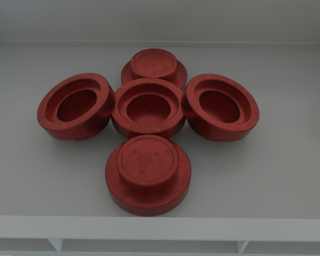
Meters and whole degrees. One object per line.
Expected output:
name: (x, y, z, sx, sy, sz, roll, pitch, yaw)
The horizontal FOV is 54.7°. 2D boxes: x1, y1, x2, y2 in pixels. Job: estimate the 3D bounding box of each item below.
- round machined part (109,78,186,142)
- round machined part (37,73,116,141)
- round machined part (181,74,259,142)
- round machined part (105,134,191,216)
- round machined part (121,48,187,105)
round machined part: (-0.015, -0.018, 0.406, 0.099, 0.042, 0.098, 0, 50, 0)
round machined part: (-0.102, -0.023, 0.400, 0.098, 0.042, 0.098, -11, 48, 13)
round machined part: (0.073, -0.021, 0.399, 0.099, 0.042, 0.098, 11, 49, -13)
round machined part: (-0.013, 0.046, 0.353, 0.099, 0.042, 0.098, 0, 50, 0)
round machined part: (-0.009, -0.081, 0.460, 0.099, 0.042, 0.098, 0, 50, 0)
